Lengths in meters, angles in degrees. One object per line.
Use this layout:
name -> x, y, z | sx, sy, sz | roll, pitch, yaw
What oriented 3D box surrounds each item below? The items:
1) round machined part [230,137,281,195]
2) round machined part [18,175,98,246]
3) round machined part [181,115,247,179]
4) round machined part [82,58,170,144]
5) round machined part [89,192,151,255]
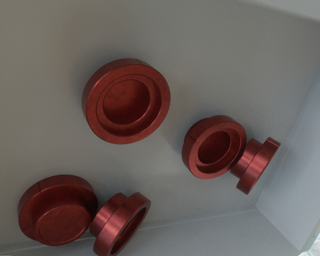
round machined part -> 0.148, 0.055, 0.497 | 0.098, 0.042, 0.098 | -47, 157, -26
round machined part -> -0.128, 0.112, 0.398 | 0.099, 0.042, 0.097 | -14, 124, -21
round machined part -> 0.074, 0.024, 0.455 | 0.099, 0.042, 0.097 | -14, 124, -21
round machined part -> -0.041, -0.033, 0.356 | 0.099, 0.042, 0.097 | -14, 125, -21
round machined part -> -0.059, 0.129, 0.427 | 0.098, 0.042, 0.098 | -50, 162, -22
